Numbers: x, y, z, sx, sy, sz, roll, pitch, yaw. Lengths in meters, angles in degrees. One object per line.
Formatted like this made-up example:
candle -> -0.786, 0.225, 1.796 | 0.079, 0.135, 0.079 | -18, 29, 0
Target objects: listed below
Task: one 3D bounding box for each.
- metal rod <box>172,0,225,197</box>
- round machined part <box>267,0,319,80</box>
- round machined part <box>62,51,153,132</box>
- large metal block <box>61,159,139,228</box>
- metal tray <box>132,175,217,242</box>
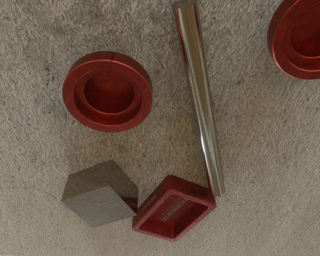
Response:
metal rod -> 0.058, -0.012, 0.398 | 0.025, 0.025, 0.299 | -10, 130, 8
round machined part -> 0.158, -0.101, 0.312 | 0.099, 0.042, 0.097 | -1, 130, 0
round machined part -> -0.058, -0.045, 0.357 | 0.099, 0.042, 0.097 | -1, 130, 0
large metal block -> -0.089, 0.103, 0.477 | 0.080, 0.050, 0.080 | -21, 128, 16
metal tray -> 0.021, 0.140, 0.523 | 0.091, 0.030, 0.129 | 23, 126, -19
